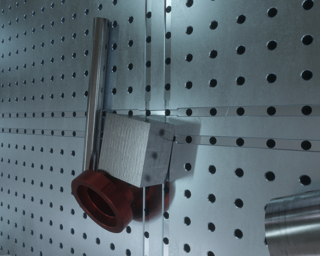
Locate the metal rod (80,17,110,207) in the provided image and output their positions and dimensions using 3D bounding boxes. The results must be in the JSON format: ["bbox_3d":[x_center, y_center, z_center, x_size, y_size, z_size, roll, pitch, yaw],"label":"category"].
[{"bbox_3d":[-0.104,-0.021,0.492,0.025,0.025,0.298,9,96,39],"label":"metal rod"}]

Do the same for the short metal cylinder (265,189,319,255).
[{"bbox_3d":[0.133,0.095,0.264,0.050,0.081,0.080,-24,75,37],"label":"short metal cylinder"}]

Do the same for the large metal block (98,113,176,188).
[{"bbox_3d":[-0.032,0.027,0.416,0.080,0.050,0.079,14,97,39],"label":"large metal block"}]

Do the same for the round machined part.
[{"bbox_3d":[-0.076,0.098,0.440,0.098,0.042,0.097,24,136,27],"label":"round machined part"}]
